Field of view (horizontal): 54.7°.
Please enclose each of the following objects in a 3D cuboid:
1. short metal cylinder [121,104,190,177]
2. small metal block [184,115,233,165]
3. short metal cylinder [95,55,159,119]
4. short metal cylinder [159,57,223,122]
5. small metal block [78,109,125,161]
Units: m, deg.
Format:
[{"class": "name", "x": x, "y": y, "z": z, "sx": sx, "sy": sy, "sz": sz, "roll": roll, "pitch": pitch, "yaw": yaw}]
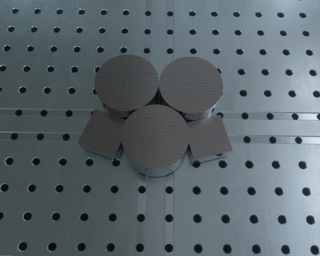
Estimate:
[{"class": "short metal cylinder", "x": -0.005, "y": 0.017, "z": 0.388, "sx": 0.081, "sy": 0.050, "sz": 0.080, "roll": 0, "pitch": 70, "yaw": 0}, {"class": "small metal block", "x": 0.060, "y": 0.015, "z": 0.403, "sx": 0.050, "sy": 0.025, "sz": 0.050, "roll": -13, "pitch": 71, "yaw": -5}, {"class": "short metal cylinder", "x": -0.042, "y": -0.050, "z": 0.412, "sx": 0.081, "sy": 0.050, "sz": 0.080, "roll": 0, "pitch": 70, "yaw": 0}, {"class": "short metal cylinder", "x": 0.039, "y": -0.047, "z": 0.412, "sx": 0.081, "sy": 0.050, "sz": 0.080, "roll": 0, "pitch": 70, "yaw": 0}, {"class": "small metal block", "x": -0.070, "y": 0.009, "z": 0.404, "sx": 0.050, "sy": 0.025, "sz": 0.050, "roll": 20, "pitch": 71, "yaw": 7}]
